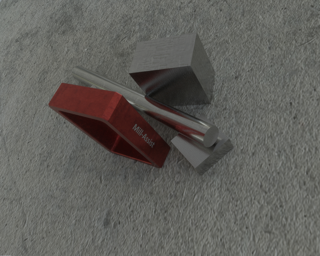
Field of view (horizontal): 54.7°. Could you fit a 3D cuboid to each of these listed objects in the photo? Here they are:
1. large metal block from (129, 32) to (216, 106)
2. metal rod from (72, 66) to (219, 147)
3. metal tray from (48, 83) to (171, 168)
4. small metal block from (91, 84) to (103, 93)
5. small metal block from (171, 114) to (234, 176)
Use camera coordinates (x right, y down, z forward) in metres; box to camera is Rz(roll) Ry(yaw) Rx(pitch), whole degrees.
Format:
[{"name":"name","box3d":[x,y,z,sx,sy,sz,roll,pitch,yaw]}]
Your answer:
[{"name":"large metal block","box3d":[0.019,-0.071,0.401,0.080,0.080,0.050,-2,61,27]},{"name":"metal rod","box3d":[-0.043,-0.043,0.435,0.300,0.025,0.025,28,77,42]},{"name":"metal tray","box3d":[-0.054,0.000,0.365,0.090,0.130,0.030,13,69,33]},{"name":"small metal block","box3d":[-0.082,-0.027,0.447,0.025,0.050,0.050,-39,51,2]},{"name":"small metal block","box3d":[0.050,0.019,0.367,0.050,0.025,0.050,-41,51,0]}]
